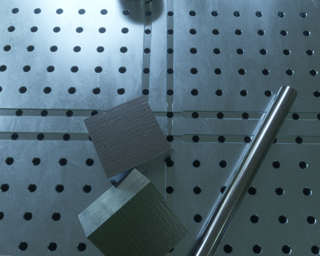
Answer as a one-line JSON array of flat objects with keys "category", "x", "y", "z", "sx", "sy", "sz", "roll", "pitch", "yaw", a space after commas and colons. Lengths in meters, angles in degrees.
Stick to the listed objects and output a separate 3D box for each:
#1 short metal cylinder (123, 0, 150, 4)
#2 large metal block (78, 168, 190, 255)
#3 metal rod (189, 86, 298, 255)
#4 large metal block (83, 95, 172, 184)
[{"category": "short metal cylinder", "x": -0.038, "y": -0.246, "z": 0.488, "sx": 0.081, "sy": 0.050, "sz": 0.080, "roll": 0, "pitch": 70, "yaw": 0}, {"category": "large metal block", "x": -0.028, "y": 0.105, "z": 0.339, "sx": 0.080, "sy": 0.050, "sz": 0.080, "roll": -40, "pitch": 113, "yaw": -13}, {"category": "metal rod", "x": 0.100, "y": 0.069, "z": 0.386, "sx": 0.025, "sy": 0.025, "sz": 0.300, "roll": 30, "pitch": 73, "yaw": 10}, {"category": "large metal block", "x": -0.039, "y": 0.016, "z": 0.392, "sx": 0.080, "sy": 0.050, "sz": 0.080, "roll": -24, "pitch": 72, "yaw": -8}]
